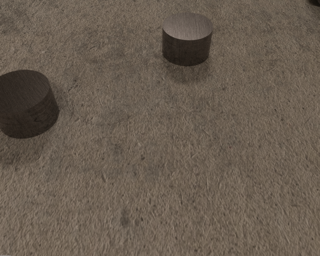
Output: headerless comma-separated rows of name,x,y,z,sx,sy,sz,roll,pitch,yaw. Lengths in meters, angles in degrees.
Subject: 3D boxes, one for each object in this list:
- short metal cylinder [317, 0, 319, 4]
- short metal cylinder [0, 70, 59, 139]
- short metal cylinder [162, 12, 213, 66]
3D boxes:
short metal cylinder,0.345,-0.289,0.615,0.081,0.080,0.050,-2,50,-2
short metal cylinder,-0.182,-0.032,0.412,0.081,0.050,0.080,0,50,0
short metal cylinder,0.044,-0.147,0.511,0.081,0.050,0.080,0,50,0
